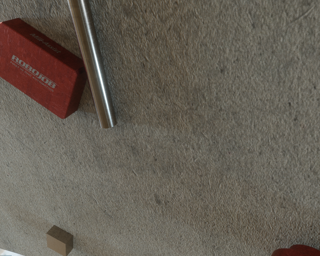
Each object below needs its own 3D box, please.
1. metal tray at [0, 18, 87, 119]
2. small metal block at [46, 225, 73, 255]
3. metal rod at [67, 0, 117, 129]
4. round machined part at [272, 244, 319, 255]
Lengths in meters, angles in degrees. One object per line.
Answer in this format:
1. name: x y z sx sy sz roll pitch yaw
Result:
1. metal tray: -0.170 -0.083 0.442 0.130 0.030 0.089 34 129 5
2. small metal block: -0.218 0.246 0.674 0.050 0.025 0.050 22 127 14
3. metal rod: -0.094 -0.135 0.372 0.025 0.025 0.298 5 121 25
4. round machined part: 0.192 0.191 0.400 0.098 0.042 0.097 30 144 26
